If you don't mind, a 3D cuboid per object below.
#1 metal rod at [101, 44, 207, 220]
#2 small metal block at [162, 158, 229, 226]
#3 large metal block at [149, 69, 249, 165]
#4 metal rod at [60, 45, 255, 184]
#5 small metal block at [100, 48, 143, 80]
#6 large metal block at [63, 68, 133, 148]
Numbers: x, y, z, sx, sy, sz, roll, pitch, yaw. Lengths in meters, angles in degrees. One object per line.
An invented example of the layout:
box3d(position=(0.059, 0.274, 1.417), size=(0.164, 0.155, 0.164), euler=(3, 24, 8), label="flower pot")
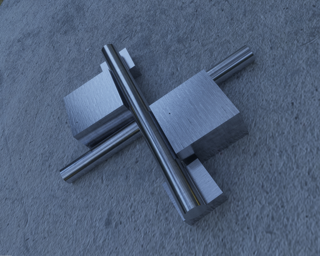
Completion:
box3d(position=(-0.023, -0.020, 0.396), size=(0.025, 0.025, 0.300), euler=(-34, 51, 6), label="metal rod")
box3d(position=(0.038, 0.071, 0.343), size=(0.050, 0.025, 0.050), euler=(-37, 51, 3), label="small metal block")
box3d(position=(0.046, -0.010, 0.371), size=(0.080, 0.050, 0.080), euler=(-34, 51, 6), label="large metal block")
box3d(position=(-0.007, -0.015, 0.419), size=(0.300, 0.025, 0.025), euler=(-34, 52, 6), label="metal rod")
box3d(position=(-0.063, -0.093, 0.496), size=(0.050, 0.025, 0.050), euler=(-32, 52, 7), label="small metal block")
box3d(position=(-0.084, -0.026, 0.447), size=(0.080, 0.050, 0.080), euler=(-32, 52, 7), label="large metal block")
